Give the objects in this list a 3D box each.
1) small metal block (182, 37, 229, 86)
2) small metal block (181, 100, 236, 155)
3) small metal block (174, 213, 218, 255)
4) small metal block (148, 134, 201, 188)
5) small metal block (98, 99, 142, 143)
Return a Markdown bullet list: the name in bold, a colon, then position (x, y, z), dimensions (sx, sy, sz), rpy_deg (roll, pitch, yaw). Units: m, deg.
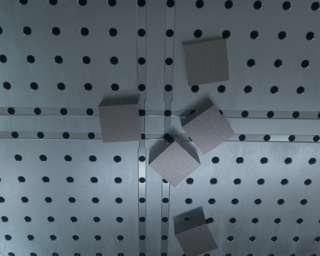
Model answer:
- **small metal block**: position (0.056, -0.082, 0.384), dimensions (0.050, 0.025, 0.050), rpy_deg (-8, 110, 2)
- **small metal block**: position (0.063, -0.001, 0.414), dimensions (0.050, 0.025, 0.050), rpy_deg (-35, 107, 12)
- **small metal block**: position (0.055, 0.166, 0.476), dimensions (0.050, 0.025, 0.050), rpy_deg (-23, 109, 8)
- **small metal block**: position (0.020, 0.046, 0.431), dimensions (0.050, 0.025, 0.050), rpy_deg (43, 104, -15)
- **small metal block**: position (-0.051, -0.010, 0.409), dimensions (0.050, 0.025, 0.050), rpy_deg (-4, 110, 1)
